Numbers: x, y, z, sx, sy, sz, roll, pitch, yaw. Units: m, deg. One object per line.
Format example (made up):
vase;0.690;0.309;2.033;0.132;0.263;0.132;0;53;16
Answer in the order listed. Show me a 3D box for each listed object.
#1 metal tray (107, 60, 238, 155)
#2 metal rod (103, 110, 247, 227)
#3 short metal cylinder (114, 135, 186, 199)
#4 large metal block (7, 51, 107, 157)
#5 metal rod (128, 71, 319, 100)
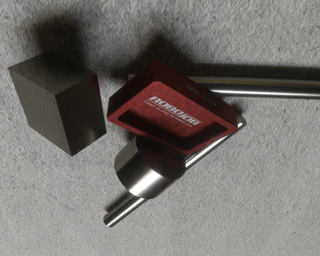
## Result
metal tray;0.016;-0.016;0.364;0.131;0.030;0.090;26;138;-33
metal rod;0.007;0.075;0.470;0.025;0.025;0.299;32;123;-25
short metal cylinder;-0.013;0.046;0.411;0.080;0.080;0.050;30;124;-23
large metal block;-0.109;-0.028;0.339;0.080;0.050;0.079;28;138;29
metal rod;0.115;-0.048;0.367;0.302;0.025;0.025;2;130;-3
